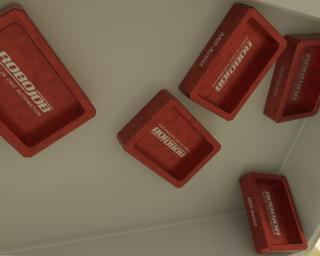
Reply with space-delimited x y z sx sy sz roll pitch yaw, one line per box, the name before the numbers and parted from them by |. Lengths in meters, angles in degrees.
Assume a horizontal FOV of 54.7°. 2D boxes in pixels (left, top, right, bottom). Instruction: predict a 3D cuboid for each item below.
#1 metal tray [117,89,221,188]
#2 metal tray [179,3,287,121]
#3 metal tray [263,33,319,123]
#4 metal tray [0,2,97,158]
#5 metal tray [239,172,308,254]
metal tray | 0.017 0.020 0.426 0.090 0.030 0.130 -45 129 3
metal tray | 0.096 -0.082 0.407 0.090 0.030 0.129 25 105 -37
metal tray | 0.217 -0.076 0.476 0.091 0.030 0.129 -10 123 -23
metal tray | -0.135 -0.041 0.305 0.090 0.030 0.130 -34 129 -6
metal tray | 0.193 0.144 0.533 0.091 0.130 0.030 10 147 -27
